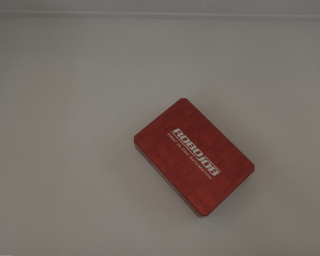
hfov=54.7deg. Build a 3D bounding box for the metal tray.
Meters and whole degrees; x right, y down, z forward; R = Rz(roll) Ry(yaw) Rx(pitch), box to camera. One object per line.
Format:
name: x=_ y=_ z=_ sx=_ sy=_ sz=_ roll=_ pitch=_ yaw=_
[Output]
metal tray: x=0.041 y=0.036 z=0.395 sx=0.090 sy=0.030 sz=0.130 roll=-40 pitch=75 yaw=-14
